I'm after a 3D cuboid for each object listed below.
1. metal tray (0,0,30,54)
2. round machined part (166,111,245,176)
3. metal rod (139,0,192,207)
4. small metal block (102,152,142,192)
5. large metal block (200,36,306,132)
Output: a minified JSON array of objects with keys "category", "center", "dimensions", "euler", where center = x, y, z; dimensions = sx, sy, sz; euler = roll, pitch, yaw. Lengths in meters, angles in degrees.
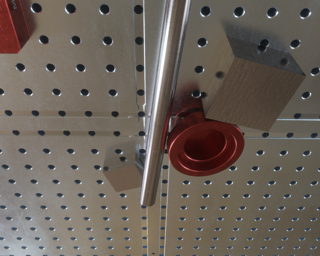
[{"category":"metal tray","center":[-0.188,-0.135,0.290],"dimensions":[0.091,0.030,0.129],"euler":[0,130,-1]},{"category":"round machined part","center":[0.057,0.016,0.410],"dimensions":[0.099,0.042,0.097],"euler":[-5,130,-6]},{"category":"metal rod","center":[0.000,-0.011,0.385],"dimensions":[0.025,0.025,0.298],"euler":[5,125,-5]},{"category":"small metal block","center":[-0.052,0.068,0.469],"dimensions":[0.050,0.025,0.050],"euler":[-15,129,11]},{"category":"large metal block","center":[0.101,-0.049,0.355],"dimensions":[0.081,0.050,0.079],"euler":[12,129,-11]}]
